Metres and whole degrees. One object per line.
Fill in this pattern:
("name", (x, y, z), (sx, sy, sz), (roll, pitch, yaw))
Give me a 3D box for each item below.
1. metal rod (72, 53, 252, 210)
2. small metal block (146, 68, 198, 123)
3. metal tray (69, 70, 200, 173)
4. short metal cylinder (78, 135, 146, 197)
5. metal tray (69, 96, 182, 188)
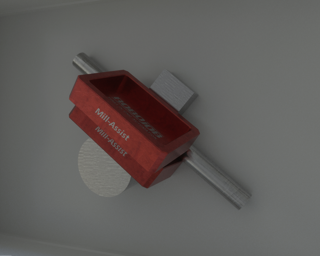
("metal rod", (-0.007, -0.005, 0.412), (0.300, 0.025, 0.025), (41, 103, 15))
("small metal block", (0.013, -0.041, 0.404), (0.050, 0.025, 0.050), (42, 103, 14))
("metal tray", (-0.027, -0.015, 0.356), (0.130, 0.091, 0.030), (41, 120, 15))
("short metal cylinder", (-0.060, 0.045, 0.410), (0.080, 0.050, 0.079), (4, 98, 24))
("metal tray", (-0.039, 0.014, 0.387), (0.130, 0.090, 0.030), (41, 103, 15))
